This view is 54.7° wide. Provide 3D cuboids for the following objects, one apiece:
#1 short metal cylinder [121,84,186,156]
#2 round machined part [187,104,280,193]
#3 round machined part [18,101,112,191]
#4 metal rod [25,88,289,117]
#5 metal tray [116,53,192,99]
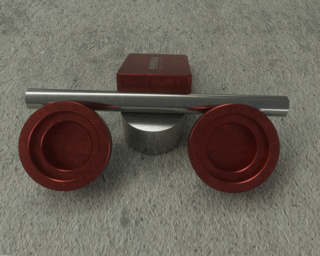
[{"bbox_3d":[-0.008,-0.011,0.398,0.081,0.050,0.080,0,50,0],"label":"short metal cylinder"},{"bbox_3d":[0.080,0.021,0.354,0.099,0.042,0.097,0,93,0],"label":"round machined part"},{"bbox_3d":[-0.104,0.020,0.355,0.099,0.042,0.097,0,88,-1],"label":"round machined part"},{"bbox_3d":[-0.004,-0.030,0.366,0.302,0.025,0.025,2,50,1],"label":"metal rod"},{"bbox_3d":[-0.005,-0.076,0.430,0.091,0.030,0.130,2,24,1],"label":"metal tray"}]
